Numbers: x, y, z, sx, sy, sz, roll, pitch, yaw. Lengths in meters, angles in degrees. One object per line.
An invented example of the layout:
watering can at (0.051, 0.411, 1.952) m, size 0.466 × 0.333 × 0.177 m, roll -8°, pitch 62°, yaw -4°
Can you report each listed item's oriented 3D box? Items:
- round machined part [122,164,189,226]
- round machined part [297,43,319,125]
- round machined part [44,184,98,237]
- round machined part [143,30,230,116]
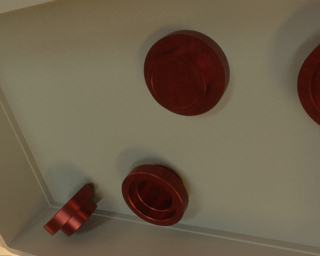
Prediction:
round machined part at (-0.004, 0.093, 0.457) m, size 0.098 × 0.042 × 0.097 m, roll 13°, pitch 124°, yaw 21°
round machined part at (0.177, -0.042, 0.270) m, size 0.098 × 0.042 × 0.097 m, roll 23°, pitch 132°, yaw 28°
round machined part at (-0.146, 0.145, 0.528) m, size 0.042 × 0.098 × 0.098 m, roll 45°, pitch 129°, yaw -3°
round machined part at (0.025, -0.056, 0.350) m, size 0.098 × 0.042 × 0.097 m, roll 13°, pitch 124°, yaw 21°
